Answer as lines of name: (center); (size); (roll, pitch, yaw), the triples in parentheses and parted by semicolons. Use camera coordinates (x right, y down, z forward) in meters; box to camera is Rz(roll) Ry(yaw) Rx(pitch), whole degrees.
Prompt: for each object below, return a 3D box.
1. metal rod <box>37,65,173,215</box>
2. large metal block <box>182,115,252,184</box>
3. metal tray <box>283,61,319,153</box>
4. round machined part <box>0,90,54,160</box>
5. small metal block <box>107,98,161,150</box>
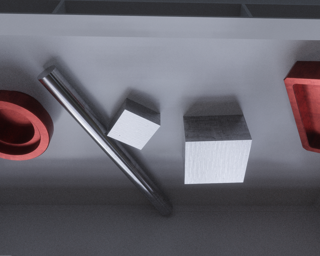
metal rod: (-0.059, 0.037, 0.439); (0.025, 0.025, 0.300); (-22, 127, 17)
large metal block: (0.073, 0.030, 0.419); (0.081, 0.050, 0.079); (-2, 130, 1)
metal tray: (0.206, -0.017, 0.360); (0.090, 0.030, 0.130); (14, 147, 46)
round machined part: (-0.184, -0.008, 0.389); (0.099, 0.042, 0.097); (-1, 130, 0)
small metal block: (-0.034, -0.004, 0.405); (0.050, 0.025, 0.050); (25, 126, -20)
